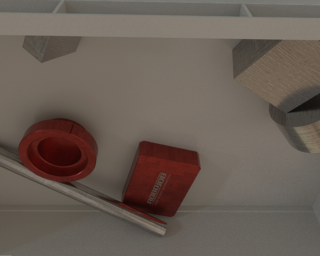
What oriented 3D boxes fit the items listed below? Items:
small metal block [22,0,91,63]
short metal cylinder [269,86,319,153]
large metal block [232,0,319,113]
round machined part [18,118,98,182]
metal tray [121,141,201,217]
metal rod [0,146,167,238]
[{"bbox_3d":[-0.101,-0.097,0.304,0.025,0.050,0.050,40,127,5],"label":"small metal block"},{"bbox_3d":[0.176,-0.018,0.360,0.080,0.080,0.050,-30,125,22],"label":"short metal cylinder"},{"bbox_3d":[0.134,-0.071,0.323,0.080,0.050,0.080,27,138,-22],"label":"large metal block"},{"bbox_3d":[-0.133,0.025,0.418,0.099,0.042,0.097,-1,130,0],"label":"round machined part"},{"bbox_3d":[-0.003,0.083,0.477,0.091,0.030,0.129,12,129,-11],"label":"metal tray"},{"bbox_3d":[-0.125,0.093,0.460,0.301,0.025,0.025,28,125,-13],"label":"metal rod"}]
